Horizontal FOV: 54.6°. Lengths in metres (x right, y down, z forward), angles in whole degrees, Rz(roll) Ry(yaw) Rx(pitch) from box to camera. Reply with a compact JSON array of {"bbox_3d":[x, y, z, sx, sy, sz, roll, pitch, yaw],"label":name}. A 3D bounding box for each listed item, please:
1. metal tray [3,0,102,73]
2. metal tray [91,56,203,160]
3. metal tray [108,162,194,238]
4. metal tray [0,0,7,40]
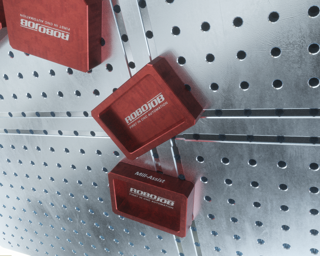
[{"bbox_3d":[-0.139,-0.134,0.399,0.130,0.030,0.089,20,126,16],"label":"metal tray"},{"bbox_3d":[-0.021,-0.020,0.406,0.130,0.030,0.090,-32,101,38],"label":"metal tray"},{"bbox_3d":[-0.015,0.111,0.484,0.130,0.030,0.089,13,124,21],"label":"metal tray"},{"bbox_3d":[-0.277,-0.162,0.455,0.130,0.030,0.090,-21,108,36],"label":"metal tray"}]
